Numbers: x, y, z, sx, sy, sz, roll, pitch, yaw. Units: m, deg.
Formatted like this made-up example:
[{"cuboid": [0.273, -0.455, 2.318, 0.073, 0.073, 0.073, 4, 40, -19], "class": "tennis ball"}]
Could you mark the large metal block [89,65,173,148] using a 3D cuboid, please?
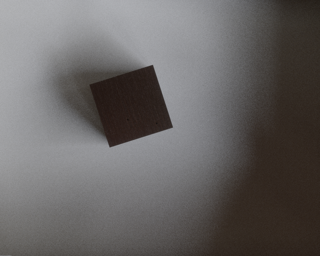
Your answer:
[{"cuboid": [-0.035, -0.027, 0.399, 0.080, 0.050, 0.080, -18, 90, 0], "class": "large metal block"}]
